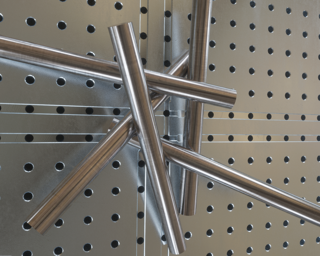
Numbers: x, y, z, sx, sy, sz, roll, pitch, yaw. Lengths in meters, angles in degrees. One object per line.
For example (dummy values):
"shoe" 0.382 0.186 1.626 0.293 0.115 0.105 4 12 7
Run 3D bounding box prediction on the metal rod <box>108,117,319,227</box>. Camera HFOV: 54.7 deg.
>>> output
"metal rod" 0.077 0.058 0.391 0.301 0.025 0.025 23 82 1

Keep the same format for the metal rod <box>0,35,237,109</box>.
"metal rod" -0.056 -0.066 0.361 0.302 0.025 0.025 12 86 -9

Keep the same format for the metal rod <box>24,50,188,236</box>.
"metal rod" -0.035 -0.004 0.369 0.025 0.025 0.301 48 64 -14

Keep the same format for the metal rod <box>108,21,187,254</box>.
"metal rod" -0.008 0.030 0.366 0.025 0.025 0.298 -22 114 -19

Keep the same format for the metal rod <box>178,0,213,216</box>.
"metal rod" 0.046 -0.031 0.406 0.025 0.025 0.298 0 99 -20
